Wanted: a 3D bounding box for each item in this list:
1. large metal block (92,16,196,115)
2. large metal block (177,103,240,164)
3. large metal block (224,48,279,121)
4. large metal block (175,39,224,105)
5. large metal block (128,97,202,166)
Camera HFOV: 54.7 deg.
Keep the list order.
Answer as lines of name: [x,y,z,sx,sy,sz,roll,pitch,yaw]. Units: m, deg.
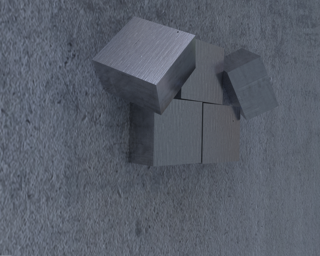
large metal block: [-0.014,-0.072,0.351,0.080,0.080,0.050,-55,157,-26]
large metal block: [0.071,0.008,0.449,0.081,0.050,0.079,2,89,-40]
large metal block: [0.129,-0.069,0.473,0.050,0.080,0.080,-26,112,6]
large metal block: [0.042,-0.075,0.428,0.081,0.050,0.080,4,88,-40]
large metal block: [0.008,0.005,0.398,0.081,0.050,0.079,2,89,-40]
